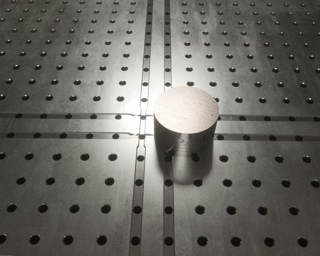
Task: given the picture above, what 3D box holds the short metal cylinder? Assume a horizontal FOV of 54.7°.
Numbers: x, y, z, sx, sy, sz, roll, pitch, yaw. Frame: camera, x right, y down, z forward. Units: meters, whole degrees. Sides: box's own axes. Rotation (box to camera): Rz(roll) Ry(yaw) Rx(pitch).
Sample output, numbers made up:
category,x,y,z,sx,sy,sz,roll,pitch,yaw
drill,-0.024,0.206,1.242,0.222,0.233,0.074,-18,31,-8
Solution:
category,x,y,z,sx,sy,sz,roll,pitch,yaw
short metal cylinder,0.032,-0.009,0.399,0.081,0.050,0.080,0,50,0
